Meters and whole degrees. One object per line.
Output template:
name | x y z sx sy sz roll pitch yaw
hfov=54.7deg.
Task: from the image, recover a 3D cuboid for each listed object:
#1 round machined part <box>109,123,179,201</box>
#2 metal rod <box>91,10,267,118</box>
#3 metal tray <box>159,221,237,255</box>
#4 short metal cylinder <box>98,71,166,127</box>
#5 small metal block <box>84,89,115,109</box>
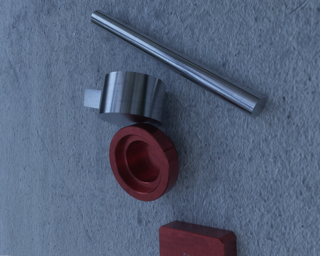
round machined part | -0.016 0.040 0.398 0.098 0.042 0.097 11 109 35
metal rod | 0.003 -0.097 0.402 0.300 0.025 0.025 37 113 33
metal tray | 0.044 0.184 0.365 0.090 0.030 0.129 -3 88 40
short metal cylinder | -0.034 -0.033 0.392 0.080 0.080 0.050 -3 75 40
small metal block | -0.074 -0.040 0.450 0.050 0.050 0.025 11 98 39
